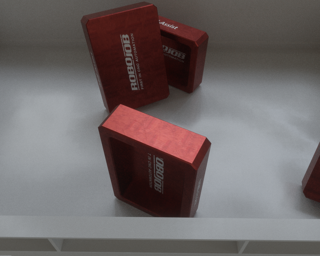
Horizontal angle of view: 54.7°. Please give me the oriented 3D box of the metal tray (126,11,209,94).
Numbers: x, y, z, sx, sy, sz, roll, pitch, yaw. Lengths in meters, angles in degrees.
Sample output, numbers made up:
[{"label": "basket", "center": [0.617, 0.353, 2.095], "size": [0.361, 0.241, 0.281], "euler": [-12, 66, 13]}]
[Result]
[{"label": "metal tray", "center": [0.002, -0.115, 0.458], "size": [0.130, 0.089, 0.030], "euler": [27, 53, 20]}]

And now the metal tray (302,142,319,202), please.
[{"label": "metal tray", "center": [0.216, 0.027, 0.318], "size": [0.090, 0.129, 0.030], "euler": [20, 21, 16]}]

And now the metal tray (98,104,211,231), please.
[{"label": "metal tray", "center": [-0.005, 0.044, 0.300], "size": [0.090, 0.129, 0.030], "euler": [22, 54, 17]}]

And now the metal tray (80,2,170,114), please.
[{"label": "metal tray", "center": [-0.041, -0.090, 0.410], "size": [0.091, 0.129, 0.030], "euler": [-20, 34, -16]}]

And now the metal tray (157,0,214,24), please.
[{"label": "metal tray", "center": [0.044, -0.257, 0.620], "size": [0.091, 0.030, 0.130], "euler": [-8, 51, -7]}]
